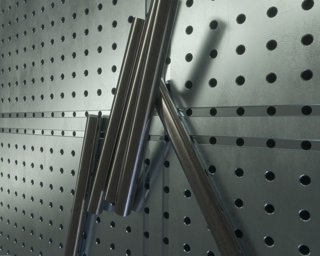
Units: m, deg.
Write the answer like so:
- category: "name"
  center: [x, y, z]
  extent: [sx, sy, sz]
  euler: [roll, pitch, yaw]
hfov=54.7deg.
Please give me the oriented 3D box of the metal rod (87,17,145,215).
- category: "metal rod"
  center: [-0.064, -0.009, 0.459]
  extent: [0.025, 0.025, 0.298]
  euler: [25, 106, 37]

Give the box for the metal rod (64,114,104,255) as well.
- category: "metal rod"
  center: [-0.132, 0.125, 0.515]
  extent: [0.025, 0.025, 0.298]
  euler: [19, 102, 38]

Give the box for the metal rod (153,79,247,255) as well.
- category: "metal rod"
  center: [0.049, 0.068, 0.367]
  extent: [0.025, 0.025, 0.299]
  euler: [-37, 68, 34]

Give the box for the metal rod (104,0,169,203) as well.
- category: "metal rod"
  center: [-0.034, -0.034, 0.435]
  extent: [0.025, 0.025, 0.298]
  euler: [24, 105, 37]

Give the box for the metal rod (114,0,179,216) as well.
- category: "metal rod"
  center: [-0.022, -0.013, 0.397]
  extent: [0.025, 0.025, 0.298]
  euler: [30, 117, 35]
